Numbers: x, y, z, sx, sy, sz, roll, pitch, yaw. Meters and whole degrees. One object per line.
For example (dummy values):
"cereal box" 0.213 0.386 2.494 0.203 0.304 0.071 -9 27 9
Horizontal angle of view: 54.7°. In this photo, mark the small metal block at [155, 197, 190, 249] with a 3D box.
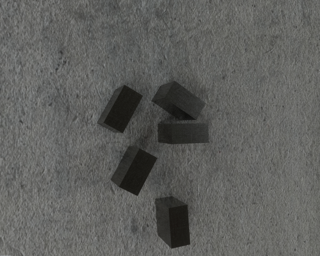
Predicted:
"small metal block" 0.015 0.120 0.401 0.025 0.050 0.050 -5 92 -20

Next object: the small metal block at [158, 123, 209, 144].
"small metal block" 0.029 0.007 0.406 0.050 0.050 0.025 -1 91 -20

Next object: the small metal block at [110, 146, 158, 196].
"small metal block" -0.033 0.051 0.383 0.025 0.050 0.050 31 80 -18

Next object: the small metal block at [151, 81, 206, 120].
"small metal block" 0.023 -0.034 0.404 0.050 0.050 0.025 33 79 -17

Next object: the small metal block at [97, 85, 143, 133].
"small metal block" -0.050 -0.022 0.377 0.025 0.050 0.050 30 80 -18
